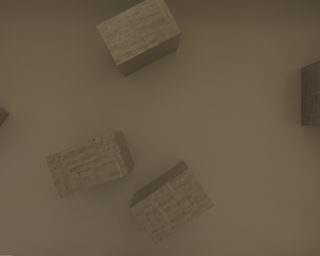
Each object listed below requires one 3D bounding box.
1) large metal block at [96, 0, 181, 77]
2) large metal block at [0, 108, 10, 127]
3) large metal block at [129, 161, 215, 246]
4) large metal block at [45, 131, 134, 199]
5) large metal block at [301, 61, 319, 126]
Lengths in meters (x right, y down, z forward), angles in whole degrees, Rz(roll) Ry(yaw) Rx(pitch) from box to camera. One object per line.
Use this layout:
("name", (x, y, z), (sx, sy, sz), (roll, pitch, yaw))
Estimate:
("large metal block", (-0.024, -0.110, 0.384), (0.080, 0.080, 0.050), (-28, 90, 0))
("large metal block", (-0.247, -0.001, 0.381), (0.050, 0.080, 0.080), (34, 90, -1))
("large metal block", (0.013, 0.088, 0.384), (0.080, 0.080, 0.050), (-34, 90, 0))
("large metal block", (-0.081, 0.042, 0.383), (0.080, 0.080, 0.050), (-20, 90, 0))
("large metal block", (0.235, -0.043, 0.402), (0.081, 0.050, 0.079), (0, 90, -1))
